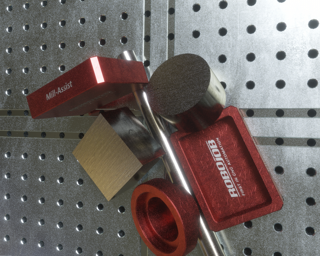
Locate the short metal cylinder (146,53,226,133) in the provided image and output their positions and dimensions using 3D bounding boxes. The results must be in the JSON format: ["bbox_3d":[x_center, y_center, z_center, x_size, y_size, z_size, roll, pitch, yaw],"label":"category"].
[{"bbox_3d":[0.031,-0.041,0.369,0.080,0.050,0.080,-14,60,25],"label":"short metal cylinder"}]

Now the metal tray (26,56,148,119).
[{"bbox_3d":[-0.091,-0.047,0.391,0.130,0.091,0.030,-20,85,33],"label":"metal tray"}]

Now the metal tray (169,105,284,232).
[{"bbox_3d":[0.079,0.049,0.378,0.090,0.030,0.129,-26,82,18],"label":"metal tray"}]

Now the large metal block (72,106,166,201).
[{"bbox_3d":[-0.053,0.032,0.395,0.080,0.050,0.080,50,123,13],"label":"large metal block"}]

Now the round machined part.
[{"bbox_3d":[0.011,0.108,0.381,0.098,0.042,0.097,20,118,44],"label":"round machined part"}]

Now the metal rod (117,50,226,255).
[{"bbox_3d":[0.013,0.035,0.403,0.025,0.025,0.299,-27,81,18],"label":"metal rod"}]
